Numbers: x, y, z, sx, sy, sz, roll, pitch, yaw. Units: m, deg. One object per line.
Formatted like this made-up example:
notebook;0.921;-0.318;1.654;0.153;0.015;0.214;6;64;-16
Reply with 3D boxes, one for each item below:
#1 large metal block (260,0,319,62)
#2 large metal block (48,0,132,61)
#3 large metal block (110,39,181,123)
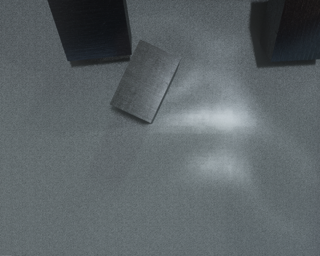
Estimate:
large metal block;0.177;-0.131;0.379;0.080;0.050;0.080;-3;134;0
large metal block;-0.080;-0.133;0.377;0.080;0.050;0.080;-6;134;0
large metal block;-0.016;-0.052;0.384;0.050;0.080;0.080;25;90;0
